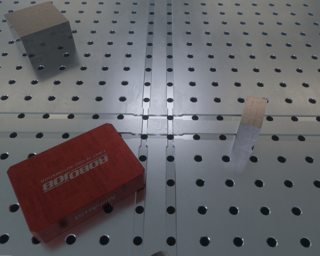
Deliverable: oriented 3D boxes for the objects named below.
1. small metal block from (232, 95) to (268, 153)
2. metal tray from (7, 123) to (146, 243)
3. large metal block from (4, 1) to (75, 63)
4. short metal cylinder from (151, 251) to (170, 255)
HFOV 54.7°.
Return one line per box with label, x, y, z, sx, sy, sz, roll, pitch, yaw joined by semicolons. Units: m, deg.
small metal block;0.115;-0.005;0.396;0.025;0.050;0.050;16;52;13
metal tray;-0.094;0.056;0.356;0.131;0.030;0.090;-26;55;-21
large metal block;-0.204;-0.166;0.529;0.081;0.050;0.080;-29;56;-22
short metal cylinder;-0.008;0.147;0.248;0.080;0.080;0.050;-34;58;-25
